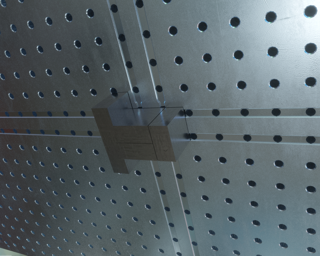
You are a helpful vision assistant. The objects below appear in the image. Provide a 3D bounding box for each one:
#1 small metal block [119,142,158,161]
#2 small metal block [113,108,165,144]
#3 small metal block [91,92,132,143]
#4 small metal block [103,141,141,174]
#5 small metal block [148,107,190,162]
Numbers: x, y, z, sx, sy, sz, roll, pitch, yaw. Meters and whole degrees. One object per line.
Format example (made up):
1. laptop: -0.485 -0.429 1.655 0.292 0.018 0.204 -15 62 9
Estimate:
1. small metal block: -0.018 0.018 0.413 0.050 0.050 0.025 0 118 28
2. small metal block: -0.023 -0.004 0.403 0.050 0.050 0.025 0 118 28
3. small metal block: -0.060 -0.015 0.415 0.025 0.050 0.050 0 118 28
4. small metal block: -0.048 0.029 0.436 0.025 0.050 0.050 0 118 28
5. small metal block: 0.013 0.007 0.390 0.025 0.050 0.050 0 118 28
